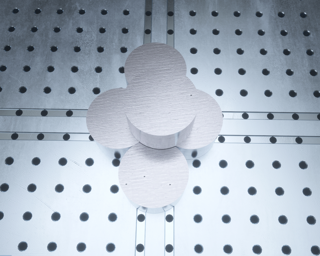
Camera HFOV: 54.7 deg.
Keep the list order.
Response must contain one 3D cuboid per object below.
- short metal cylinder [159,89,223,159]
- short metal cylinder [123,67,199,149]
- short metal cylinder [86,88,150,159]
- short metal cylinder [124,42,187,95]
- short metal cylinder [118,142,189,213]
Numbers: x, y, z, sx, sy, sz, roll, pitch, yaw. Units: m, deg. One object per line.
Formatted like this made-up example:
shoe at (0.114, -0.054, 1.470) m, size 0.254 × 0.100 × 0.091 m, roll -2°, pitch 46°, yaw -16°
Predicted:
short metal cylinder at (0.036, -0.004, 0.399) m, size 0.081 × 0.050 × 0.080 m, roll 0°, pitch 70°, yaw 0°
short metal cylinder at (0.001, -0.021, 0.352) m, size 0.081 × 0.050 × 0.080 m, roll 0°, pitch 70°, yaw 0°
short metal cylinder at (-0.049, -0.005, 0.400) m, size 0.081 × 0.050 × 0.080 m, roll 0°, pitch 70°, yaw 0°
short metal cylinder at (-0.006, -0.068, 0.423) m, size 0.081 × 0.050 × 0.080 m, roll 0°, pitch 70°, yaw -1°
short metal cylinder at (-0.007, 0.060, 0.376) m, size 0.081 × 0.050 × 0.080 m, roll 0°, pitch 68°, yaw 0°
